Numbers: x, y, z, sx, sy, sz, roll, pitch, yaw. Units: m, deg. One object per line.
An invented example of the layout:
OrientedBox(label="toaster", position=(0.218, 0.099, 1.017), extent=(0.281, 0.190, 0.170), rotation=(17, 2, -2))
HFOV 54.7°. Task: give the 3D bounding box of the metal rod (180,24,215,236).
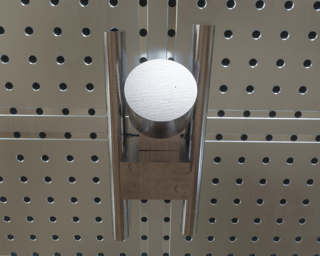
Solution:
OrientedBox(label="metal rod", position=(0.048, 0.017, 0.420), extent=(0.025, 0.025, 0.298), rotation=(2, 110, -1))

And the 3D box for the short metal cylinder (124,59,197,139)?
OrientedBox(label="short metal cylinder", position=(0.001, -0.033, 0.365), extent=(0.081, 0.050, 0.080), rotation=(1, 66, -1))

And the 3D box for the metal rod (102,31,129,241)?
OrientedBox(label="metal rod", position=(-0.058, 0.024, 0.422), extent=(0.025, 0.025, 0.298), rotation=(1, 110, 0))

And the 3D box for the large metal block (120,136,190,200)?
OrientedBox(label="large metal block", position=(-0.006, 0.049, 0.399), extent=(0.081, 0.080, 0.050), rotation=(1, 110, -1))

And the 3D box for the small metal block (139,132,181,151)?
OrientedBox(label="small metal block", position=(-0.001, 0.007, 0.402), extent=(0.050, 0.050, 0.025), rotation=(1, 110, -1))
